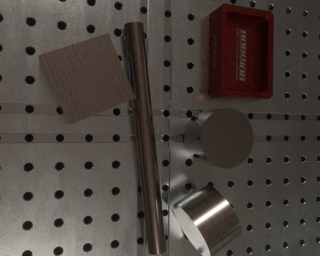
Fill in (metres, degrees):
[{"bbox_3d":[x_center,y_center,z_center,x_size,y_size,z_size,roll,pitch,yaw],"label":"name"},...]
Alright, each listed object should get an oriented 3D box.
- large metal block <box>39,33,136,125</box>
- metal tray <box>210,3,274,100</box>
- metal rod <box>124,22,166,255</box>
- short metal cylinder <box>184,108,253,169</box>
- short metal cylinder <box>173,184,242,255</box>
[{"bbox_3d":[-0.087,-0.056,0.368,0.081,0.050,0.080,-25,99,-19],"label":"large metal block"},{"bbox_3d":[0.121,-0.108,0.455,0.091,0.030,0.129,1,90,-21],"label":"metal tray"},{"bbox_3d":[-0.019,0.015,0.406,0.025,0.025,0.298,-7,92,-20],"label":"metal rod"},{"bbox_3d":[0.081,0.013,0.431,0.081,0.050,0.079,0,90,-21],"label":"short metal cylinder"},{"bbox_3d":[0.060,0.121,0.407,0.050,0.080,0.080,-29,100,-18],"label":"short metal cylinder"}]
